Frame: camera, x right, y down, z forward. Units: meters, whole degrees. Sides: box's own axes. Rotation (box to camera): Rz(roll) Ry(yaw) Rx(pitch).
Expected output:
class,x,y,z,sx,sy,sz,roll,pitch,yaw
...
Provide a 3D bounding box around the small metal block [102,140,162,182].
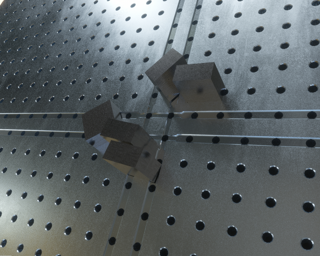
class,x,y,z,sx,sy,sz,roll,pitch,yaw
small metal block,-0.034,0.041,0.383,0.050,0.050,0.025,11,68,32

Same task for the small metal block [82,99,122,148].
class,x,y,z,sx,sy,sz,roll,pitch,yaw
small metal block,-0.084,-0.006,0.454,0.050,0.025,0.050,-27,53,11

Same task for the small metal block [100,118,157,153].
class,x,y,z,sx,sy,sz,roll,pitch,yaw
small metal block,-0.040,0.014,0.403,0.050,0.050,0.025,11,68,32

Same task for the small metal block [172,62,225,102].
class,x,y,z,sx,sy,sz,roll,pitch,yaw
small metal block,0.051,-0.058,0.400,0.050,0.050,0.025,1,62,28

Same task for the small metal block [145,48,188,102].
class,x,y,z,sx,sy,sz,roll,pitch,yaw
small metal block,0.015,-0.072,0.428,0.050,0.050,0.025,-42,51,-1
